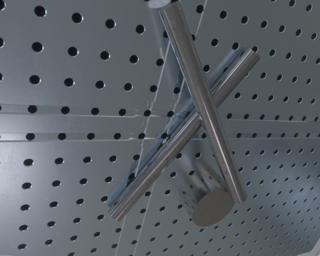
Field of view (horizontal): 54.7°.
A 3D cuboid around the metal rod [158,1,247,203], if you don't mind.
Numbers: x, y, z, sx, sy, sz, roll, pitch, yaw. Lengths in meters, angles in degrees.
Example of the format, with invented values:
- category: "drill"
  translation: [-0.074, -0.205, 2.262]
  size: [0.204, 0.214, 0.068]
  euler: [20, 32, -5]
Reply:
- category: "metal rod"
  translation: [0.065, -0.013, 0.405]
  size: [0.025, 0.025, 0.299]
  euler: [-30, 118, -9]

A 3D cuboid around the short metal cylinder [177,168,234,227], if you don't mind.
- category: "short metal cylinder"
  translation: [0.076, 0.113, 0.506]
  size: [0.081, 0.050, 0.079]
  euler: [-14, 124, -21]

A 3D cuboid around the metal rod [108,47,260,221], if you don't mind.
- category: "metal rod"
  translation: [0.029, 0.013, 0.434]
  size: [0.025, 0.025, 0.299]
  euler: [34, 99, -39]
